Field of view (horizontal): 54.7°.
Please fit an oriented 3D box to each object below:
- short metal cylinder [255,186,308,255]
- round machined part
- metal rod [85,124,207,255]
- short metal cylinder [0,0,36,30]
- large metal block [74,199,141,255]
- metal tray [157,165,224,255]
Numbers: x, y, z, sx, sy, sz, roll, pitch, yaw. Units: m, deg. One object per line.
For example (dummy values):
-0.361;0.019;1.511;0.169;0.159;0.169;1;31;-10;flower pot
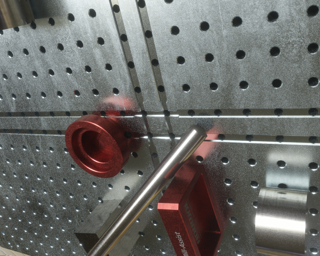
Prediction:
0.146;0.112;0.368;0.050;0.080;0.080;2;119;27;short metal cylinder
-0.088;0.023;0.461;0.098;0.042;0.097;13;124;21;round machined part
-0.036;0.115;0.439;0.025;0.025;0.299;38;110;2;metal rod
-0.206;-0.153;0.390;0.080;0.080;0.050;5;121;26;short metal cylinder
-0.087;0.182;0.534;0.050;0.080;0.080;-11;113;33;large metal block
0.047;0.127;0.422;0.030;0.090;0.129;-6;116;31;metal tray
